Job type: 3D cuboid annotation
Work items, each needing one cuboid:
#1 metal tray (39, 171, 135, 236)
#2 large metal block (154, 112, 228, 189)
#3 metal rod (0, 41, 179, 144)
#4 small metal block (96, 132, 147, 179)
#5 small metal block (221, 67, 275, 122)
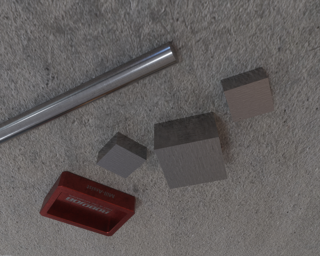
[{"bbox_3d":[-0.118,0.129,0.511,0.131,0.030,0.090,26,125,-21],"label":"metal tray"},{"bbox_3d":[0.042,0.032,0.419,0.080,0.050,0.080,-12,129,9],"label":"large metal block"},{"bbox_3d":[-0.118,-0.029,0.380,0.300,0.025,0.025,-22,127,17],"label":"metal rod"},{"bbox_3d":[-0.054,0.040,0.440,0.050,0.025,0.050,31,123,-24],"label":"small metal block"},{"bbox_3d":[0.106,-0.040,0.375,0.050,0.025,0.050,-17,128,13],"label":"small metal block"}]
